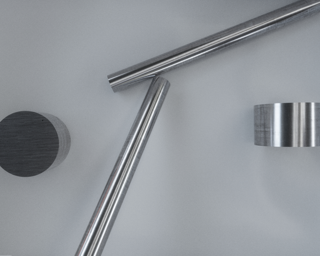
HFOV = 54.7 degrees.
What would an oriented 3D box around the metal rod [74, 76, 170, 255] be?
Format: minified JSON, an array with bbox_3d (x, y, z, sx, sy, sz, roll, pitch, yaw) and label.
[{"bbox_3d":[-0.048,0.065,0.349,0.025,0.025,0.300,22,64,0],"label":"metal rod"}]

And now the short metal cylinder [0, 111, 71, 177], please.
[{"bbox_3d":[-0.162,0.019,0.397,0.081,0.050,0.079,0,90,-1],"label":"short metal cylinder"}]

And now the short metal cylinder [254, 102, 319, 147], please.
[{"bbox_3d":[0.159,-0.004,0.386,0.081,0.080,0.050,-1,90,-1],"label":"short metal cylinder"}]

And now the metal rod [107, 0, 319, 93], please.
[{"bbox_3d":[0.075,-0.113,0.412,0.301,0.025,0.025,-22,90,-1],"label":"metal rod"}]
